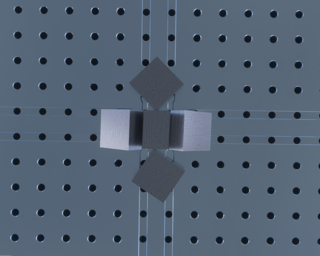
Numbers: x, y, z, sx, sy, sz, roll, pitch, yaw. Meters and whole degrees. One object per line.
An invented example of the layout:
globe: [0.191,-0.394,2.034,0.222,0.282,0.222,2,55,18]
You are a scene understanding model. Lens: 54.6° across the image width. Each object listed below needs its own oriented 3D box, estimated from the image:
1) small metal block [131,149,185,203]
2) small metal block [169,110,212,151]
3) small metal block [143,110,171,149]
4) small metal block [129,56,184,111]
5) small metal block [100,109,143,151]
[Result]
small metal block: [-0.002,0.062,0.413,0.050,0.025,0.050,34,90,1]
small metal block: [0.040,0.004,0.400,0.050,0.025,0.050,3,90,-41]
small metal block: [-0.004,0.002,0.413,0.050,0.025,0.050,1,89,0]
small metal block: [-0.004,-0.058,0.413,0.050,0.025,0.050,-44,89,-1]
small metal block: [-0.050,0.001,0.400,0.050,0.025,0.050,3,91,36]
